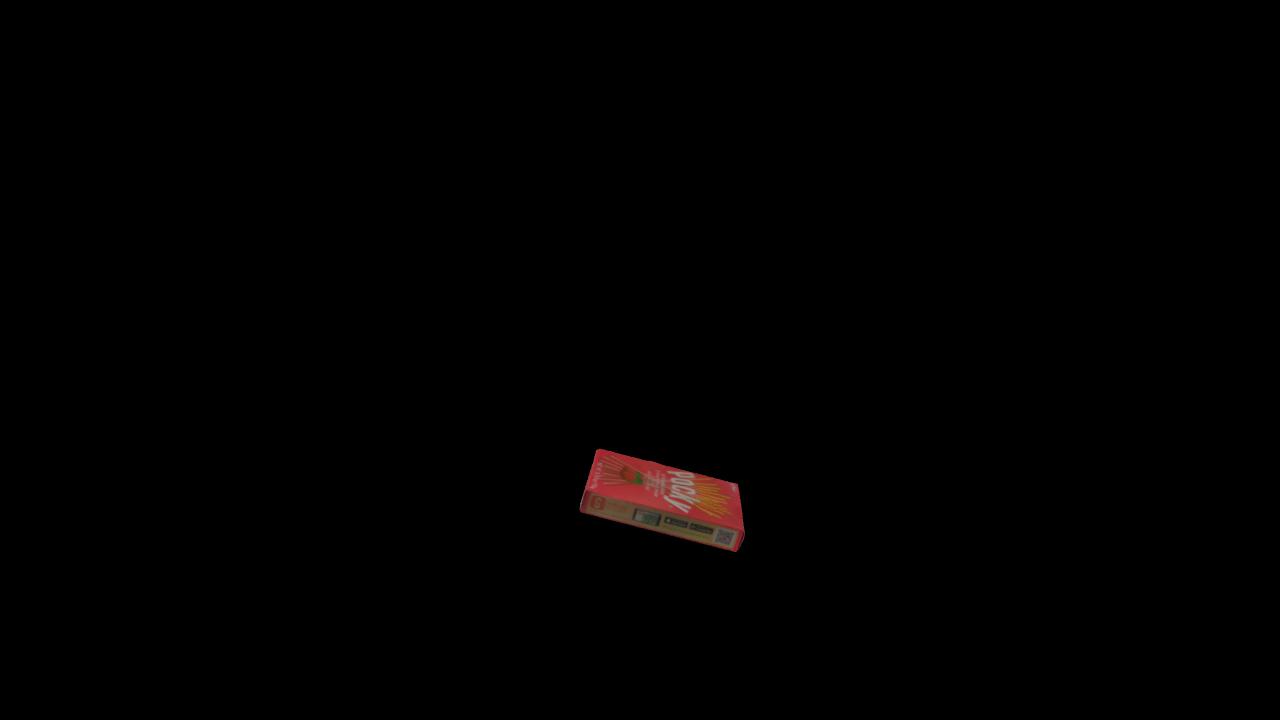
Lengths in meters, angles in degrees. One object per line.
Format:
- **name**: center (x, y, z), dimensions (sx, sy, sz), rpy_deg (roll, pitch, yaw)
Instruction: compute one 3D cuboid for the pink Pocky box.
- **pink Pocky box**: center (0.024, 0.135, 0.604), dimensions (0.155, 0.029, 0.084), rpy_deg (15, 20, -1)
